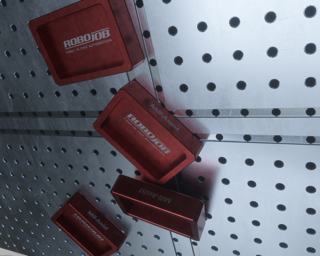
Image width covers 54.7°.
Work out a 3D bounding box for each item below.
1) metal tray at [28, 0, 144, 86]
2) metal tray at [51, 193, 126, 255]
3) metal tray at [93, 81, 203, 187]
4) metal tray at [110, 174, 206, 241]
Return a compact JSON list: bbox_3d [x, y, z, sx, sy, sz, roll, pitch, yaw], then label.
[{"bbox_3d":[-0.094,-0.108,0.388,0.130,0.030,0.090,-6,116,30],"label":"metal tray"},{"bbox_3d":[-0.140,0.194,0.599,0.130,0.030,0.090,44,129,-3],"label":"metal tray"},{"bbox_3d":[-0.019,0.011,0.422,0.130,0.030,0.090,43,129,-2],"label":"metal tray"},{"bbox_3d":[-0.001,0.119,0.458,0.130,0.030,0.090,15,148,19],"label":"metal tray"}]
